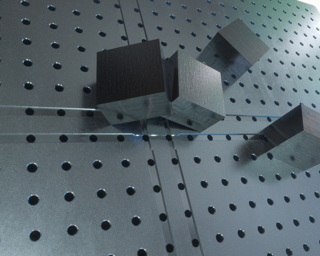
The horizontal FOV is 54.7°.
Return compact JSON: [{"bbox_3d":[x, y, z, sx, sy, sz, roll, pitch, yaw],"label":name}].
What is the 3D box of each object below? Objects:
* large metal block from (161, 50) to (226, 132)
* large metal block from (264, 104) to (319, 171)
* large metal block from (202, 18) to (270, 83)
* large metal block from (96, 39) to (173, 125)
[{"bbox_3d":[0.042,-0.050,0.439,0.080,0.050,0.080,20,53,-29],"label":"large metal block"},{"bbox_3d":[0.224,0.017,0.486,0.080,0.080,0.050,24,53,-14],"label":"large metal block"},{"bbox_3d":[0.137,-0.139,0.553,0.080,0.050,0.080,46,51,3],"label":"large metal block"},{"bbox_3d":[-0.032,-0.057,0.386,0.080,0.050,0.080,-10,61,8],"label":"large metal block"}]
